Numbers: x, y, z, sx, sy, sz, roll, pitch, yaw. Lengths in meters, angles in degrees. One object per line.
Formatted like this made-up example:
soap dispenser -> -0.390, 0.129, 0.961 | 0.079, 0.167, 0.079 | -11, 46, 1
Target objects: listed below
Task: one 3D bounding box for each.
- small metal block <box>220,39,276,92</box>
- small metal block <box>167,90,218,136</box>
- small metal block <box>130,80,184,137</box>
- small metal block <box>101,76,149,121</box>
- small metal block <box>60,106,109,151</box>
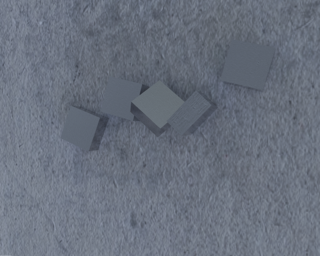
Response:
small metal block -> 0.106, -0.074, 0.372 | 0.050, 0.025, 0.050 | 17, 96, 18
small metal block -> 0.041, -0.017, 0.381 | 0.025, 0.050, 0.050 | 47, 104, 13
small metal block -> -0.002, -0.025, 0.395 | 0.050, 0.025, 0.050 | 43, 65, 13
small metal block -> -0.048, -0.040, 0.425 | 0.050, 0.025, 0.050 | 16, 95, 19
small metal block -> -0.108, 0.000, 0.446 | 0.050, 0.025, 0.050 | 22, 97, 18
